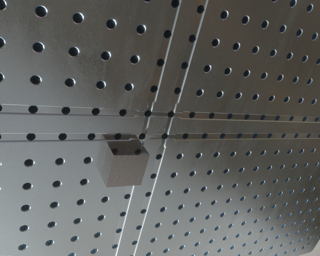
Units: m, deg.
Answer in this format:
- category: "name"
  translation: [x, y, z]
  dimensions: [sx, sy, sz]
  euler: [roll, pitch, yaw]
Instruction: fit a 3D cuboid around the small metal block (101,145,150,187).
- category: "small metal block"
  translation: [-0.047, 0.051, 0.416]
  dimensions: [0.050, 0.025, 0.050]
  euler: [2, 117, -29]
